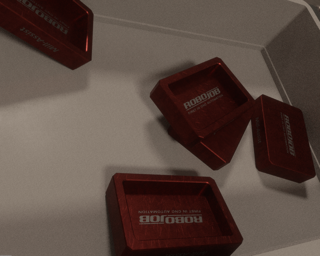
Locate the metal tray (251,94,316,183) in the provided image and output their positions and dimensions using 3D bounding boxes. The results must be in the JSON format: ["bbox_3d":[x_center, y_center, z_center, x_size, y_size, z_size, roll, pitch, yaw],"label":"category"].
[{"bbox_3d":[0.196,0.016,0.501,0.091,0.030,0.130,18,55,-18],"label":"metal tray"}]

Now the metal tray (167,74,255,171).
[{"bbox_3d":[0.080,-0.013,0.455,0.090,0.030,0.131,39,51,-2],"label":"metal tray"}]

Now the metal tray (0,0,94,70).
[{"bbox_3d":[-0.139,-0.139,0.371,0.130,0.030,0.090,30,48,-49],"label":"metal tray"}]

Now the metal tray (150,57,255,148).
[{"bbox_3d":[0.062,-0.040,0.422,0.131,0.030,0.090,-29,78,-38],"label":"metal tray"}]

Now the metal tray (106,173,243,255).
[{"bbox_3d":[0.014,0.094,0.334,0.131,0.030,0.090,7,39,-25],"label":"metal tray"}]
